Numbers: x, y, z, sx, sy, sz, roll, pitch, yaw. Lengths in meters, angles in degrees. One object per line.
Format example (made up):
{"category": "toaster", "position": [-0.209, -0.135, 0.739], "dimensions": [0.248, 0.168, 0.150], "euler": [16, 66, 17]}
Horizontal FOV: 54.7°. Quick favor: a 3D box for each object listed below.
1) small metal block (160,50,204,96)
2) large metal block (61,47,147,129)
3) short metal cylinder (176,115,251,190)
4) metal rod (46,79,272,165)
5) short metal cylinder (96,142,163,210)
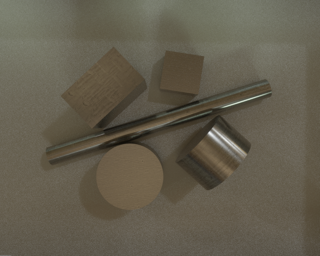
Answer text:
{"category": "small metal block", "position": [0.028, -0.072, 0.410], "dimensions": [0.050, 0.025, 0.050], "euler": [9, 90, -1]}
{"category": "large metal block", "position": [-0.063, -0.045, 0.382], "dimensions": [0.080, 0.080, 0.050], "euler": [-43, 91, 0]}
{"category": "short metal cylinder", "position": [0.065, 0.030, 0.384], "dimensions": [0.050, 0.080, 0.080], "euler": [43, 90, -1]}
{"category": "metal rod", "position": [-0.001, -0.008, 0.410], "dimensions": [0.302, 0.025, 0.025], "euler": [-17, 90, -1]}
{"category": "short metal cylinder", "position": [-0.036, 0.058, 0.396], "dimensions": [0.081, 0.050, 0.079], "euler": [0, 90, -1]}
